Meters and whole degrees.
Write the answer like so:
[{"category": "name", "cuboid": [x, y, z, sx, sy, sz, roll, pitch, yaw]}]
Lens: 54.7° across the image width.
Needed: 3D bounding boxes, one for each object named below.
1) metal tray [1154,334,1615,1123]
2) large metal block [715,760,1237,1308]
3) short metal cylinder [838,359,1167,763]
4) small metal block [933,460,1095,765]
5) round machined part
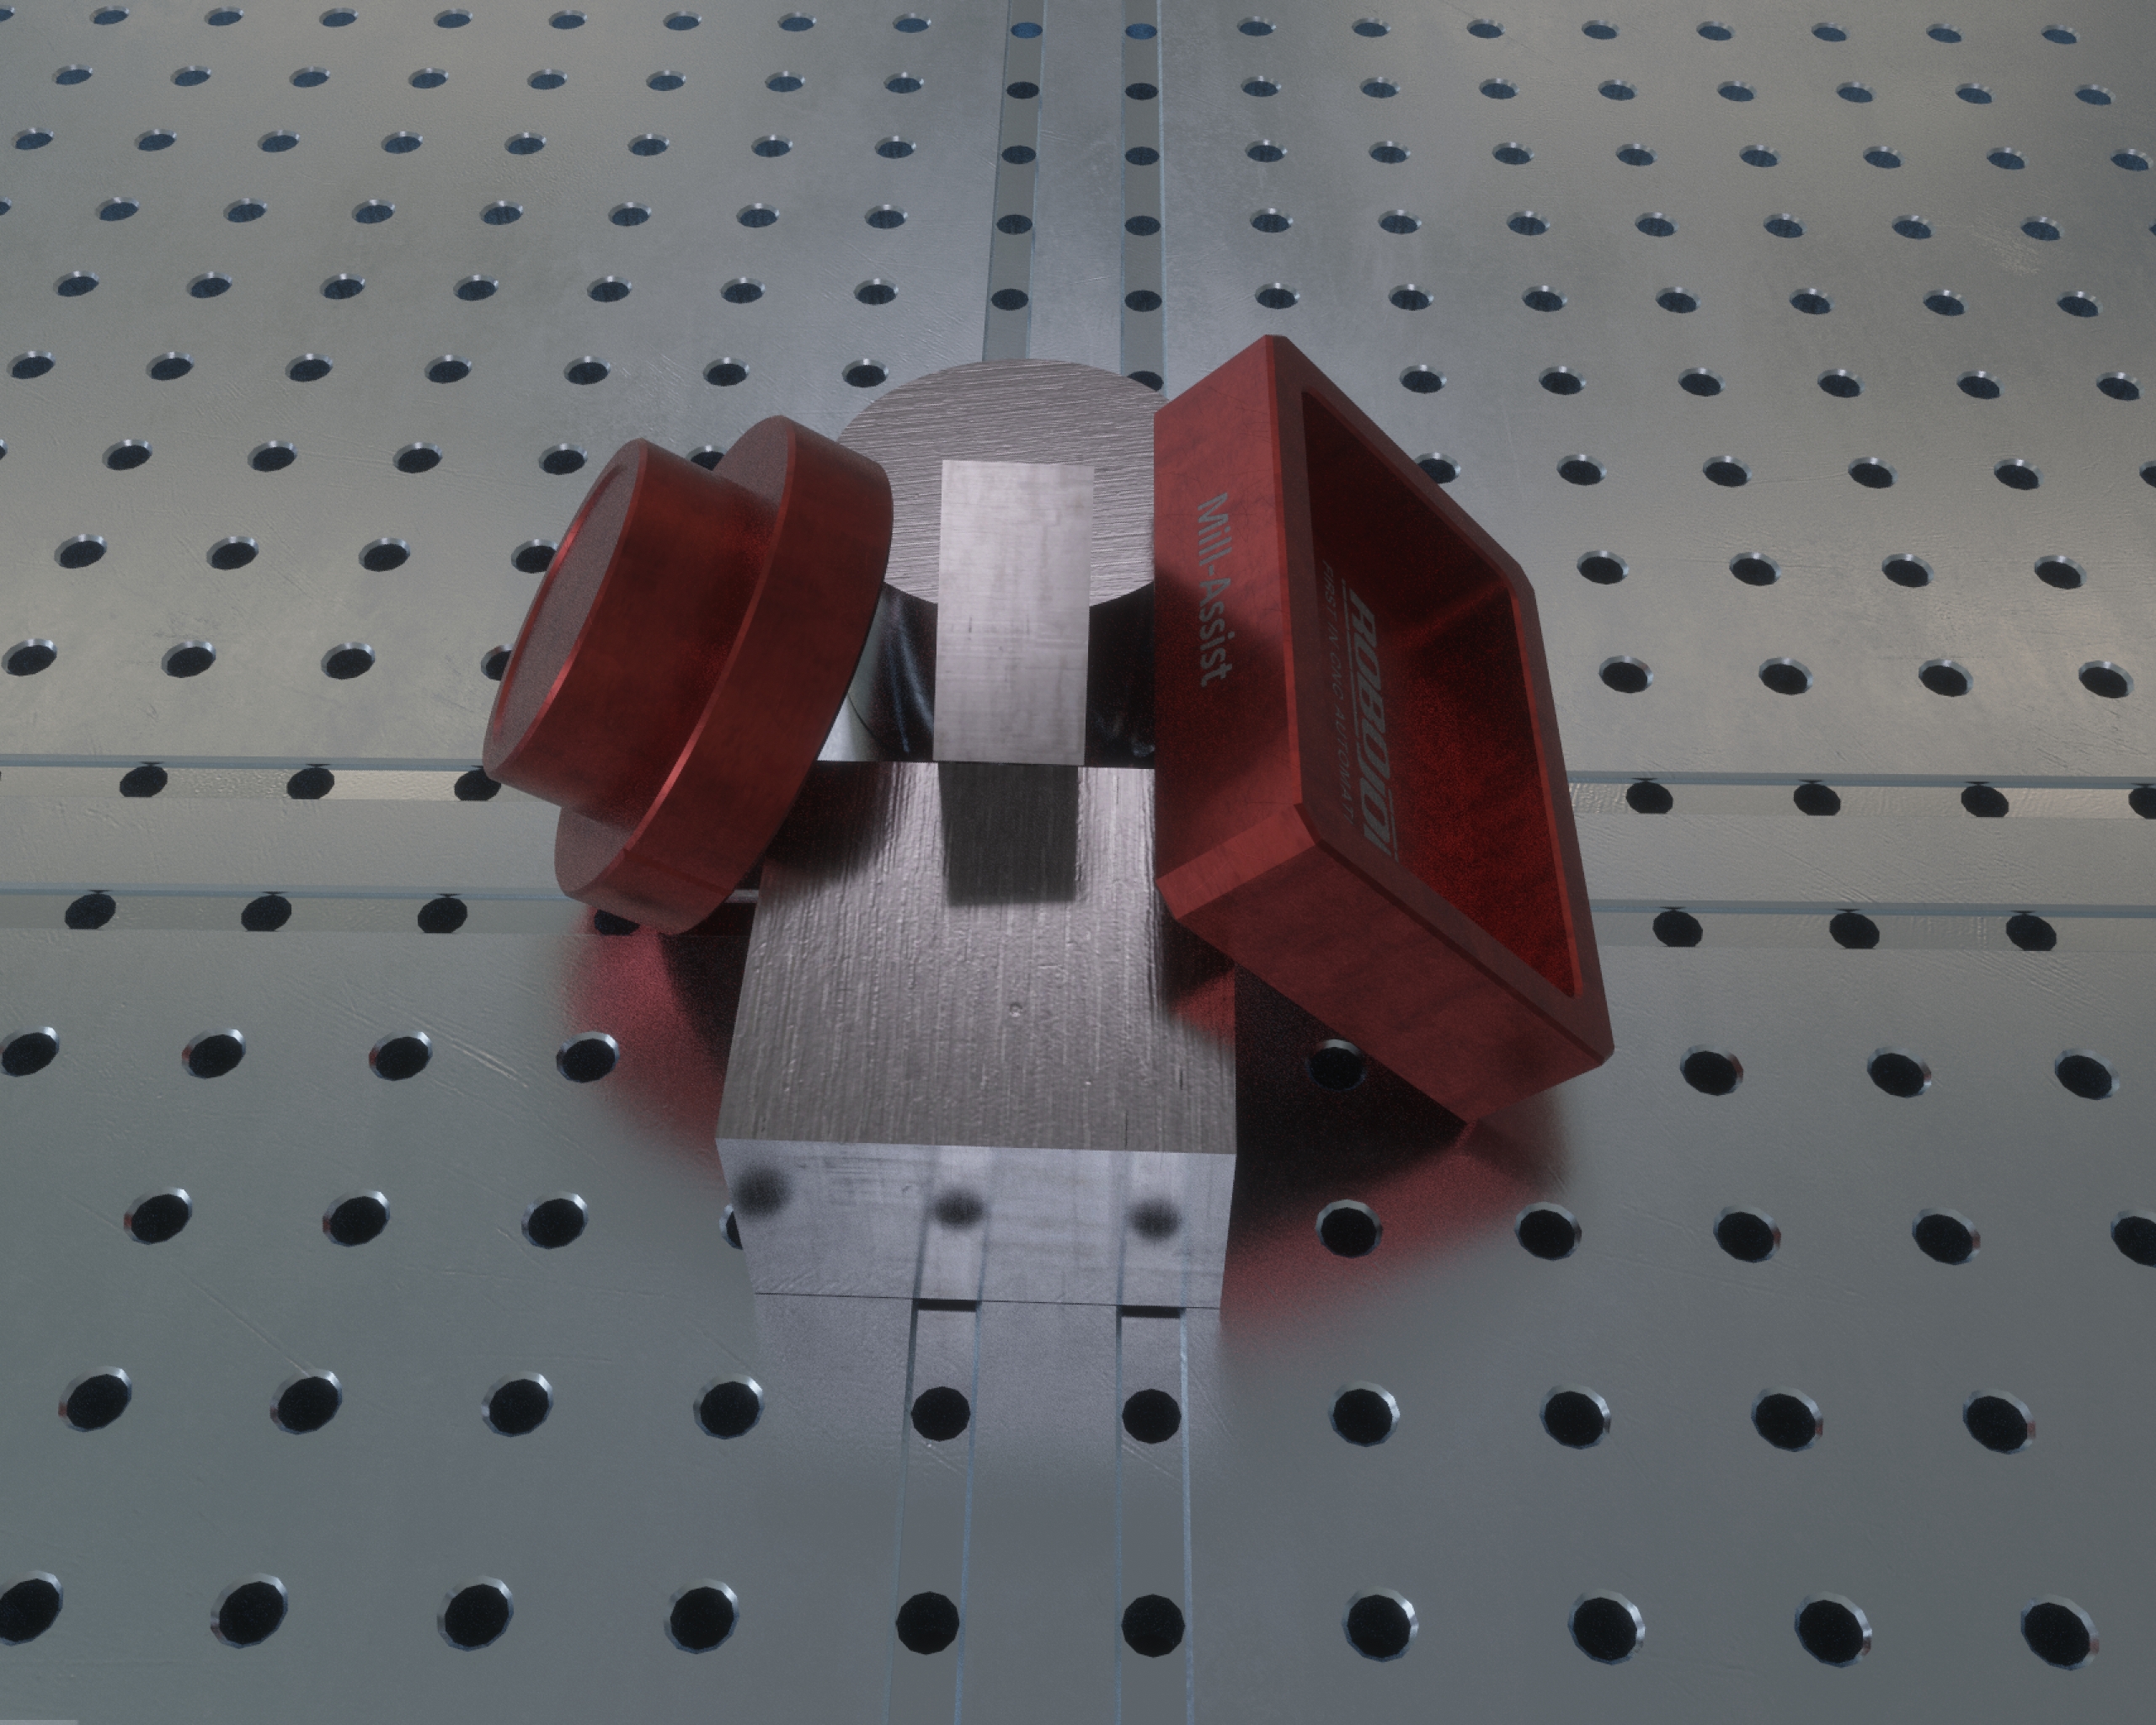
[{"category": "metal tray", "cuboid": [0.055, -0.027, 0.390, 0.030, 0.090, 0.130, -30, 40, 32]}, {"category": "large metal block", "cuboid": [-0.014, 0.029, 0.366, 0.080, 0.050, 0.080, 2, 50, 1]}, {"category": "short metal cylinder", "cuboid": [-0.011, -0.062, 0.442, 0.080, 0.050, 0.080, 0, 50, 0]}, {"category": "small metal block", "cuboid": [-0.012, -0.043, 0.372, 0.025, 0.050, 0.050, 2, 92, -2]}, {"category": "round machined part", "cuboid": [-0.077, -0.039, 0.387, 0.042, 0.098, 0.098, 24, 45, -24]}]
